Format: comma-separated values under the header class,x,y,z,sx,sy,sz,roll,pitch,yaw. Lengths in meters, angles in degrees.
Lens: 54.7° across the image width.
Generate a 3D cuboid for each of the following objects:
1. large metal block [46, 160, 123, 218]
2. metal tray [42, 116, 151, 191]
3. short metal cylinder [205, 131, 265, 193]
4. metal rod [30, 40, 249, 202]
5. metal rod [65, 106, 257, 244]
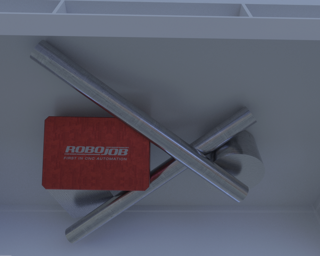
class,x,y,z,sx,sy,sz,roll,pitch,yaw
large metal block,-0.107,0.082,0.455,0.080,0.050,0.080,-15,129,12
metal tray,-0.078,0.032,0.394,0.131,0.030,0.089,1,86,0
short metal cylinder,0.099,0.047,0.431,0.081,0.050,0.079,0,130,0
metal rod,-0.014,0.000,0.368,0.301,0.025,0.025,36,122,-12
metal rod,-0.005,0.068,0.417,0.300,0.025,0.025,-35,123,9
